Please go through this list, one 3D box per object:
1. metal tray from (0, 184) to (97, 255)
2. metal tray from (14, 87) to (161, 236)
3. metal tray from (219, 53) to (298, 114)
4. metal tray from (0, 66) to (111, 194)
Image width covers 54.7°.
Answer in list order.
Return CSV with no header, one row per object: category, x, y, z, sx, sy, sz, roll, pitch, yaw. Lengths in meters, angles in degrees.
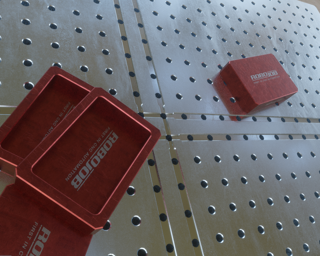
metal tray,-0.120,0.124,0.265,0.090,0.030,0.130,26,52,-12
metal tray,-0.066,0.028,0.313,0.090,0.030,0.130,36,51,-4
metal tray,0.179,-0.083,0.555,0.131,0.030,0.090,-17,71,-35
metal tray,-0.113,0.000,0.344,0.090,0.030,0.130,29,52,-10
